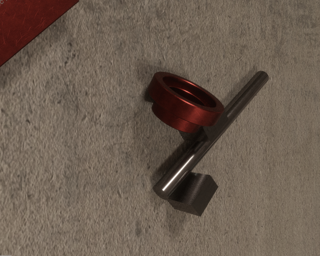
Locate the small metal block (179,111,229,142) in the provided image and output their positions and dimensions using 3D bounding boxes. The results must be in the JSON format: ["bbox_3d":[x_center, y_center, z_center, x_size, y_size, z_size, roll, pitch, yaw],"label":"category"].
[{"bbox_3d":[0.061,-0.007,0.441,0.050,0.050,0.025,-46,119,-31],"label":"small metal block"}]

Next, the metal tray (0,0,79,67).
[{"bbox_3d":[-0.148,-0.116,0.278,0.090,0.030,0.130,51,60,-28],"label":"metal tray"}]

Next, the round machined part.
[{"bbox_3d":[0.029,-0.030,0.396,0.099,0.098,0.042,6,121,-40],"label":"round machined part"}]

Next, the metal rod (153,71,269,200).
[{"bbox_3d":[0.093,-0.004,0.485,0.301,0.025,0.025,-44,117,-31],"label":"metal rod"}]

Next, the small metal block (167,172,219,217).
[{"bbox_3d":[0.044,0.089,0.428,0.050,0.050,0.025,-51,121,-28],"label":"small metal block"}]
